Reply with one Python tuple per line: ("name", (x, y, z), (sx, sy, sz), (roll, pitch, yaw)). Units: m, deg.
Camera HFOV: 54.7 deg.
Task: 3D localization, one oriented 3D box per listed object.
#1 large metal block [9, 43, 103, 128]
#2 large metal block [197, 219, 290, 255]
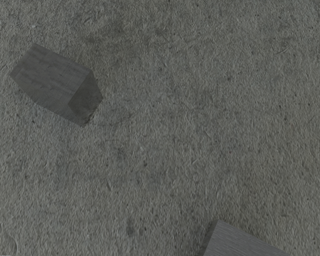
("large metal block", (-0.127, -0.051, 0.397), (0.080, 0.080, 0.050), (26, 72, 9))
("large metal block", (0.081, 0.156, 0.338), (0.080, 0.050, 0.080), (25, 72, 9))
